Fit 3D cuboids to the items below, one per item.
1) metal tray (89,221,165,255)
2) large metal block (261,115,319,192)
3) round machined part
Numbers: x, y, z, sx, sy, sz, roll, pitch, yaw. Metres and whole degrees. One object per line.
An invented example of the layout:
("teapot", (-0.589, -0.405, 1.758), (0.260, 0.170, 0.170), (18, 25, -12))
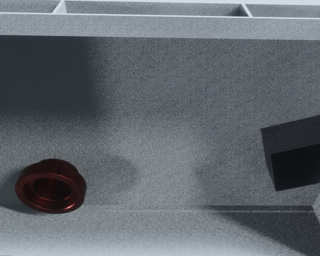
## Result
("metal tray", (-0.064, 0.225, 0.599), (0.131, 0.030, 0.089), (12, 129, -11))
("large metal block", (0.190, 0.036, 0.427), (0.080, 0.050, 0.080), (-14, 129, 11))
("round machined part", (-0.160, 0.084, 0.467), (0.099, 0.042, 0.097), (-1, 130, 0))
